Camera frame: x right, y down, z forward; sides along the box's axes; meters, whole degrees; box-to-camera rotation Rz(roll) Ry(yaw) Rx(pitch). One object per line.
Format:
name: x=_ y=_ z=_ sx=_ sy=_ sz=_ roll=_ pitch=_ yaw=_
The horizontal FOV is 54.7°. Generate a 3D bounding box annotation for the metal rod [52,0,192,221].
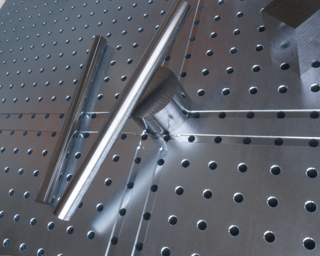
metal rod: x=-0.045 y=-0.023 z=0.381 sx=0.025 sy=0.025 sz=0.299 roll=29 pitch=89 yaw=37

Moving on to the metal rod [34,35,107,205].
metal rod: x=-0.135 y=-0.028 z=0.495 sx=0.025 sy=0.025 sz=0.300 roll=-3 pitch=60 yaw=27

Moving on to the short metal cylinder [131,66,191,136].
short metal cylinder: x=-0.005 y=-0.036 z=0.417 sx=0.080 sy=0.050 sz=0.080 roll=-13 pitch=56 yaw=21

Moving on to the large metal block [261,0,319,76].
large metal block: x=0.172 y=-0.121 z=0.357 sx=0.080 sy=0.080 sz=0.050 roll=-39 pitch=51 yaw=2
